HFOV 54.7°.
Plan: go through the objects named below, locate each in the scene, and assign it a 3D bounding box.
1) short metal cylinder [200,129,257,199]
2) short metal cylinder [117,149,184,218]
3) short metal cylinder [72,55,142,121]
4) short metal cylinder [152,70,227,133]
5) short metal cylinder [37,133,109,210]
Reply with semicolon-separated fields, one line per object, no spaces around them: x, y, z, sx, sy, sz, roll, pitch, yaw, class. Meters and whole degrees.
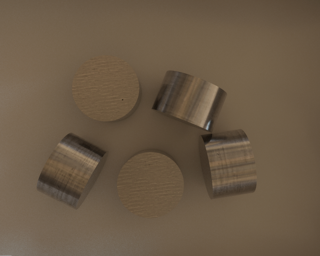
0.081;0.044;0.383;0.050;0.080;0.080;-9;90;0;short metal cylinder
-0.011;0.069;0.397;0.081;0.050;0.079;0;90;-1;short metal cylinder
-0.065;-0.048;0.396;0.081;0.050;0.079;0;90;-1;short metal cylinder
0.036;-0.032;0.384;0.080;0.080;0.050;22;90;-1;short metal cylinder
-0.105;0.052;0.380;0.050;0.080;0.080;27;90;-1;short metal cylinder
